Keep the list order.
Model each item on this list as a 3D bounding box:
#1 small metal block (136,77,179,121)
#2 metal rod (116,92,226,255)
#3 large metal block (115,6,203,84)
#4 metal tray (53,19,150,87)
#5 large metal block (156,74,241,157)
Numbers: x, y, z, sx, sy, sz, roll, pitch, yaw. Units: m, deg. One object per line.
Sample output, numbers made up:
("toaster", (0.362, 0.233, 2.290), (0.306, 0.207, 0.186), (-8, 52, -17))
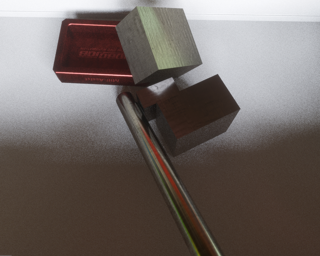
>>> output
("small metal block", (-0.002, -0.036, 0.410), (0.050, 0.050, 0.025), (-23, 72, -9))
("metal rod", (0.007, 0.052, 0.320), (0.025, 0.025, 0.300), (-23, 45, -8))
("large metal block", (-0.001, -0.108, 0.407), (0.081, 0.050, 0.080), (-17, 87, -41))
("metal tray", (-0.078, -0.109, 0.445), (0.131, 0.030, 0.090), (3, 70, 0))
("large metal block", (0.043, -0.012, 0.385), (0.080, 0.080, 0.050), (-25, 72, -9))
